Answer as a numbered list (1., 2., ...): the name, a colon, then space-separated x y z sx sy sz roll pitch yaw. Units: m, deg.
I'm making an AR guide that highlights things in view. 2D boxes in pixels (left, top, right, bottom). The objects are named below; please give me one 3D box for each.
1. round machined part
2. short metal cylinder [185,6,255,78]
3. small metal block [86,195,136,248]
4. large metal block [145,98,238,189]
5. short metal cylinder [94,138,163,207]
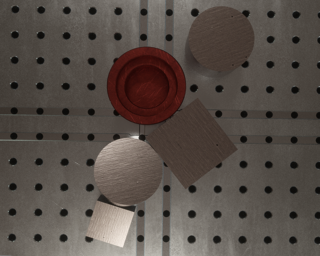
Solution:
1. round machined part: -0.017 -0.052 0.405 0.099 0.042 0.097 0 90 -1
2. short metal cylinder: 0.075 -0.109 0.402 0.081 0.050 0.079 0 90 -1
3. small metal block: -0.064 0.122 0.410 0.050 0.025 0.050 18 96 -1
4. large metal block: 0.038 0.019 0.401 0.080 0.050 0.080 -38 90 0
5. short metal cylinder: -0.040 0.057 0.389 0.081 0.050 0.080 3 72 -8
